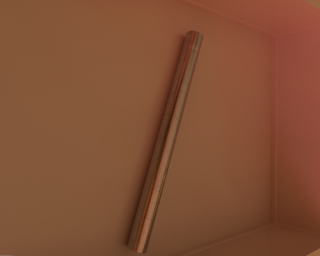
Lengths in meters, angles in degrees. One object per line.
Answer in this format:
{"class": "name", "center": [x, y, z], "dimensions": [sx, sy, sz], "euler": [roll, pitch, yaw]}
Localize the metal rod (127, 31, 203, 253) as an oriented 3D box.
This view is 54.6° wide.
{"class": "metal rod", "center": [0.011, 0.008, 0.411], "dimensions": [0.025, 0.025, 0.299], "euler": [25, 74, -37]}
